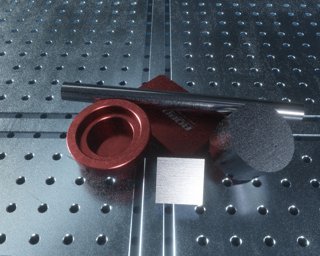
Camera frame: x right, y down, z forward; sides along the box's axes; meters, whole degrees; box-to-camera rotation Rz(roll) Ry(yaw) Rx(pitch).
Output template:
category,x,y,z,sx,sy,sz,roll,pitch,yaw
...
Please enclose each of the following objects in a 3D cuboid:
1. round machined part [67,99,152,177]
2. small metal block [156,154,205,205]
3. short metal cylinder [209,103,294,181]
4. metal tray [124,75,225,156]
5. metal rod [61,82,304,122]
category,x,y,z,sx,sy,sz,roll,pitch,yaw
round machined part,-0.058,0.015,0.377,0.099,0.042,0.098,-2,56,4
small metal block,0.022,0.056,0.343,0.050,0.025,0.050,2,93,1
short metal cylinder,0.105,0.017,0.358,0.081,0.050,0.080,6,68,-16
metal tray,0.015,-0.012,0.416,0.091,0.030,0.130,-36,59,-27
metal rod,0.025,-0.034,0.395,0.302,0.025,0.025,5,50,4
